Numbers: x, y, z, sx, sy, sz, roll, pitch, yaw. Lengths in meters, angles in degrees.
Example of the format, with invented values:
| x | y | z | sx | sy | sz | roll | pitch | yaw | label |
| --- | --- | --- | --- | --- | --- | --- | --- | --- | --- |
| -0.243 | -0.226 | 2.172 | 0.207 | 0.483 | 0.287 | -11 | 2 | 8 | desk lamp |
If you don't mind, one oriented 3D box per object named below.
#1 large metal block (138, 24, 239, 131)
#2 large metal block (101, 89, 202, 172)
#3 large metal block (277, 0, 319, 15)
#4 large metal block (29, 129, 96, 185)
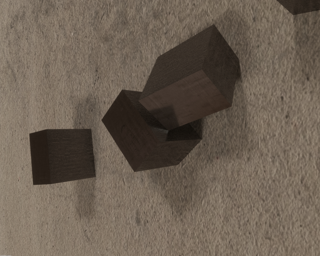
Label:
| x | y | z | sx | sy | sz | roll | pitch | yaw | label |
| --- | --- | --- | --- | --- | --- | --- | --- | --- | --- |
| 0.033 | -0.053 | 0.334 | 0.080 | 0.050 | 0.080 | -22 | 35 | 37 | large metal block |
| -0.010 | 0.002 | 0.375 | 0.050 | 0.081 | 0.080 | -51 | 60 | 28 | large metal block |
| 0.139 | -0.137 | 0.254 | 0.080 | 0.081 | 0.050 | 2 | 91 | 39 | large metal block |
| -0.154 | 0.044 | 0.493 | 0.050 | 0.081 | 0.080 | -11 | 83 | 39 | large metal block |
